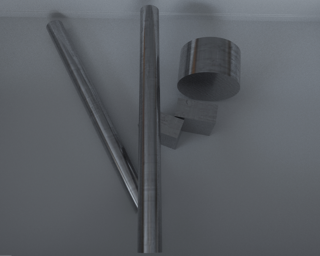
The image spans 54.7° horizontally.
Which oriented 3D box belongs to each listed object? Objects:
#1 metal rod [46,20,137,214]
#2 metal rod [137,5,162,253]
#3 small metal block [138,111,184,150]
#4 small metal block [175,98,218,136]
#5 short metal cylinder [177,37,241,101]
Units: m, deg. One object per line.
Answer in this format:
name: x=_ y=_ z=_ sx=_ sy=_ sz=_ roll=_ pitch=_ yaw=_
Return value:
metal rod: x=-0.088 y=-0.027 z=0.418 sx=0.025 sy=0.025 sz=0.299 roll=-26 pitch=72 yaw=-9
metal rod: x=-0.012 y=-0.016 z=0.362 sx=0.025 sy=0.025 sz=0.299 roll=-1 pitch=70 yaw=-1
small metal block: x=0.001 y=0.001 z=0.396 sx=0.050 sy=0.050 sz=0.025 roll=20 pitch=71 yaw=7
small metal block: x=0.045 y=-0.013 z=0.402 sx=0.050 sy=0.050 sz=0.025 roll=10 pitch=71 yaw=3
short metal cylinder: x=0.065 y=-0.075 z=0.409 sx=0.080 sy=0.080 sz=0.050 roll=6 pitch=70 yaw=2
